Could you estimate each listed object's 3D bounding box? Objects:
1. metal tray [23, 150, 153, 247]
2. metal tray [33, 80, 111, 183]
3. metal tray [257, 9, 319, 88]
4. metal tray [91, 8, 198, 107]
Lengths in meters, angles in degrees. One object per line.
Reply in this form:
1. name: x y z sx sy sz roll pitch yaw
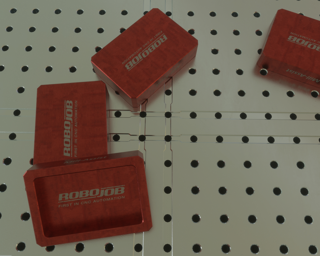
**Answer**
1. metal tray: -0.079 0.080 0.358 0.131 0.030 0.089 -8 99 -3
2. metal tray: -0.113 0.004 0.406 0.091 0.030 0.129 -5 70 -2
3. metal tray: 0.220 -0.113 0.453 0.131 0.030 0.090 21 71 7
4. metal tray: -0.021 -0.104 0.447 0.090 0.030 0.130 43 75 14
